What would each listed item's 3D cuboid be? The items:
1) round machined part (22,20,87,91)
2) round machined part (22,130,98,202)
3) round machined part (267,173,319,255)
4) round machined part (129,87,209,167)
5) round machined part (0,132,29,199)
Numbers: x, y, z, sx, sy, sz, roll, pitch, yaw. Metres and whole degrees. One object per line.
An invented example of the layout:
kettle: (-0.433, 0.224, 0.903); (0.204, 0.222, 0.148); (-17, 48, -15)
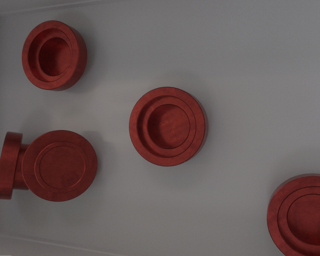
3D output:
round machined part: (-0.148, -0.103, 0.454); (0.098, 0.042, 0.097); (0, 90, 20)
round machined part: (-0.134, 0.051, 0.420); (0.099, 0.042, 0.097); (0, 89, -23)
round machined part: (0.170, 0.099, 0.341); (0.098, 0.042, 0.097); (0, 90, 20)
round machined part: (0.014, -0.002, 0.396); (0.098, 0.042, 0.097); (0, 90, 20)
round machined part: (-0.210, 0.056, 0.457); (0.042, 0.098, 0.097); (10, 95, -22)
